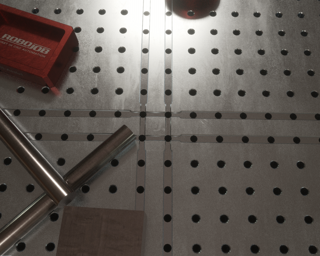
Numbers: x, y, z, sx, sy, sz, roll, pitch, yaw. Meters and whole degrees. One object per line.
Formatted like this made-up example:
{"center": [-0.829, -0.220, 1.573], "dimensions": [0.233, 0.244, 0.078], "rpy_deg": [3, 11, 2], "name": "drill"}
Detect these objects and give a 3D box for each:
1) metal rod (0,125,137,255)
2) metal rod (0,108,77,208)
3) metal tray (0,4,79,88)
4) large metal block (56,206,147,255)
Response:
{"center": [-0.149, 0.101, 0.372], "dimensions": [0.301, 0.025, 0.025], "rpy_deg": [-41, 76, -14], "name": "metal rod"}
{"center": [-0.212, -0.012, 0.398], "dimensions": [0.300, 0.025, 0.025], "rpy_deg": [41, 75, 19], "name": "metal rod"}
{"center": [-0.199, -0.122, 0.450], "dimensions": [0.131, 0.030, 0.090], "rpy_deg": [19, 71, 6], "name": "metal tray"}
{"center": [-0.058, 0.117, 0.339], "dimensions": [0.081, 0.080, 0.050], "rpy_deg": [4, 70, 1], "name": "large metal block"}
